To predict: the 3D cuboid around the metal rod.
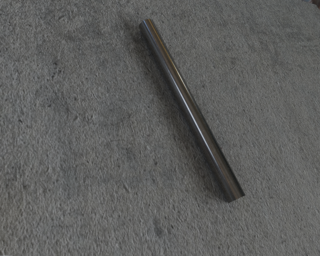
[{"bbox_3d":[0.039,-0.036,0.448,0.025,0.025,0.299,-13,69,-34],"label":"metal rod"}]
